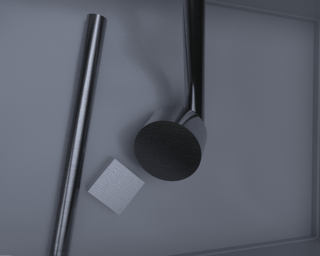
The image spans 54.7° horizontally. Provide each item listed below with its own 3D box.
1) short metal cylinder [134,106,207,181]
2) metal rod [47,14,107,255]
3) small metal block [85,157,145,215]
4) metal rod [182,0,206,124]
[{"bbox_3d":[0.015,0.018,0.382,0.080,0.050,0.079,6,115,13],"label":"short metal cylinder"},{"bbox_3d":[-0.100,0.012,0.374,0.025,0.025,0.298,10,87,-20],"label":"metal rod"},{"bbox_3d":[-0.057,0.072,0.391,0.050,0.025,0.050,42,77,-16],"label":"small metal block"},{"bbox_3d":[0.039,-0.096,0.351,0.025,0.025,0.298,-18,125,-19],"label":"metal rod"}]
